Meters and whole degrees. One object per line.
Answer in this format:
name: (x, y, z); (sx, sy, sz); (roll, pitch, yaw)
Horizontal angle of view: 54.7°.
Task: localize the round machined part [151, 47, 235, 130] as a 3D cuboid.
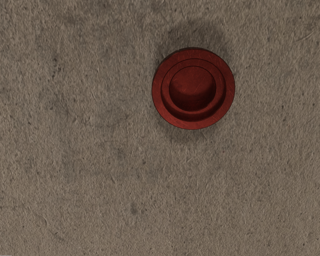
round machined part: (0.039, -0.050, 0.383); (0.099, 0.042, 0.097); (0, 110, -1)
